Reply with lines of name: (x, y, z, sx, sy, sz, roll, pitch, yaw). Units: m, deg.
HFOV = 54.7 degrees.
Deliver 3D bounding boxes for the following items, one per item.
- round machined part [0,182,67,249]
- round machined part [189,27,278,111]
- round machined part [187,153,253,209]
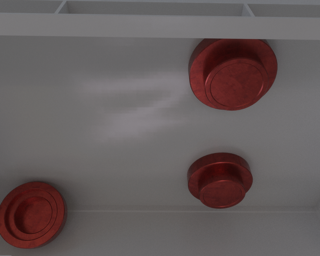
round machined part: (-0.194, 0.136, 0.483, 0.099, 0.098, 0.042, 3, 156, -3)
round machined part: (0.082, -0.058, 0.349, 0.099, 0.042, 0.097, 0, 130, 0)
round machined part: (0.092, 0.086, 0.472, 0.099, 0.042, 0.097, 0, 130, 0)
